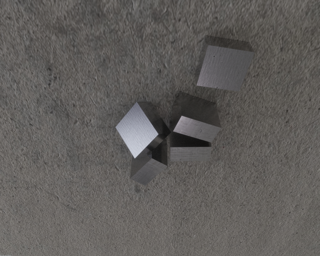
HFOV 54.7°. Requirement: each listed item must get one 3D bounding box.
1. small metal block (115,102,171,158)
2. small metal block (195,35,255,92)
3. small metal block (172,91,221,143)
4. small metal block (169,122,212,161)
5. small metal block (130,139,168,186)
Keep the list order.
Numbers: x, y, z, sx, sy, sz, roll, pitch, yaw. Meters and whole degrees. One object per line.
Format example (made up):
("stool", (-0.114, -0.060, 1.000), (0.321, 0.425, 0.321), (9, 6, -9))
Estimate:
("small metal block", (-0.022, 0.002, 0.389), (0.025, 0.050, 0.050), (-7, 147, -52))
("small metal block", (0.070, -0.072, 0.347), (0.050, 0.025, 0.050), (7, 130, -6))
("small metal block", (0.043, -0.014, 0.379), (0.050, 0.050, 0.025), (16, 128, -14))
("small metal block", (0.038, 0.017, 0.405), (0.050, 0.050, 0.025), (-1, 130, 0))
("small metal block", (-0.015, 0.043, 0.427), (0.025, 0.050, 0.050), (30, 124, -23))
